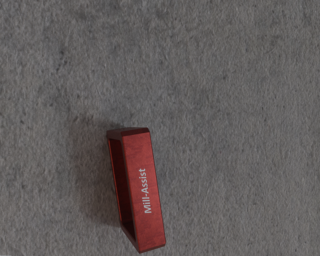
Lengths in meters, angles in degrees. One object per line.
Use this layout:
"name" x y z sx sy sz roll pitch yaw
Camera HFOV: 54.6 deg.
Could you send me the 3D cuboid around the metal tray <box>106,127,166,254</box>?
"metal tray" -0.031 0.065 0.362 0.030 0.090 0.129 -9 93 -20
